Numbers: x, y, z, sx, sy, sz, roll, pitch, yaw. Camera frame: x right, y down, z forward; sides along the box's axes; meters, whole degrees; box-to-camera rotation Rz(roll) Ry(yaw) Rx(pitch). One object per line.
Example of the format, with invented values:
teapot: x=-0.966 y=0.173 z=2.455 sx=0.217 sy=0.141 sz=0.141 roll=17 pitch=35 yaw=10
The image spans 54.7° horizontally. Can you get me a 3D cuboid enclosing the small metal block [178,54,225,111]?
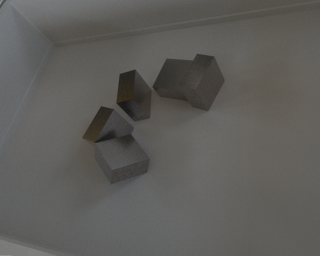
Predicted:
small metal block: x=0.055 y=-0.058 z=0.395 sx=0.025 sy=0.050 sz=0.050 roll=19 pitch=72 yaw=35

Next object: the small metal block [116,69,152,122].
small metal block: x=-0.035 y=-0.045 z=0.434 sx=0.025 sy=0.050 sz=0.050 roll=-12 pitch=57 yaw=21

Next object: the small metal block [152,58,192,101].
small metal block: x=0.025 y=-0.068 z=0.433 sx=0.050 sy=0.025 sz=0.050 roll=13 pitch=68 yaw=33

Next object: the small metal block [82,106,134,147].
small metal block: x=-0.069 y=0.006 z=0.420 sx=0.025 sy=0.050 sz=0.050 roll=14 pitch=69 yaw=37

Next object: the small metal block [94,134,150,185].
small metal block: x=-0.049 y=0.038 z=0.390 sx=0.050 sy=0.025 sz=0.050 roll=-14 pitch=44 yaw=-30
